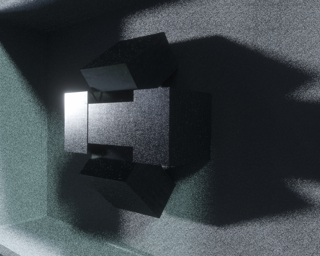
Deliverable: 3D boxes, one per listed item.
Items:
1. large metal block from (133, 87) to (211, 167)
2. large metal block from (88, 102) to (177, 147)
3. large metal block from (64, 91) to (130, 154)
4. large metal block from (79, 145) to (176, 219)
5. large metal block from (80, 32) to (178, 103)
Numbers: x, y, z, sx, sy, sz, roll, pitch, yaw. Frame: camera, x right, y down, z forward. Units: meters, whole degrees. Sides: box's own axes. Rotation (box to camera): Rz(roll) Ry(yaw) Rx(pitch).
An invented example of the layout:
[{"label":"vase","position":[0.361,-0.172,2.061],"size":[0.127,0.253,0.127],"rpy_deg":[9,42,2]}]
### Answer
[{"label":"large metal block","position":[0.016,-0.002,0.357],"size":[0.050,0.081,0.080],"rpy_deg":[1,91,40]},{"label":"large metal block","position":[-0.034,-0.005,0.398],"size":[0.080,0.081,0.050],"rpy_deg":[1,91,40]},{"label":"large metal block","position":[-0.086,-0.007,0.441],"size":[0.050,0.081,0.080],"rpy_deg":[1,91,40]},{"label":"large metal block","position":[-0.040,0.065,0.393],"size":[0.080,0.080,0.050],"rpy_deg":[1,49,39]},{"label":"large metal block","position":[-0.037,-0.075,0.392],"size":[0.080,0.080,0.050],"rpy_deg":[2,129,40]}]
